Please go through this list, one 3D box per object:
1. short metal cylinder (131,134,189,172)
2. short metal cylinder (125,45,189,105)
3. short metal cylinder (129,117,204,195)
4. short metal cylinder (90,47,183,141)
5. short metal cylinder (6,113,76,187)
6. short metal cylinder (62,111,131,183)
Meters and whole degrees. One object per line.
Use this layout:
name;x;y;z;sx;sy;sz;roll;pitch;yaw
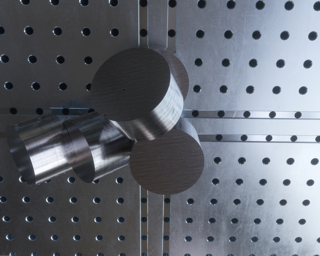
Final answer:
short metal cylinder;-0.002;0.017;0.405;0.081;0.050;0.079;0;110;0
short metal cylinder;-0.007;-0.058;0.378;0.081;0.050;0.079;0;110;0
short metal cylinder;0.007;0.029;0.355;0.081;0.050;0.079;0;110;0
short metal cylinder;-0.021;-0.033;0.311;0.080;0.080;0.050;-23;152;8
short metal cylinder;-0.149;0.026;0.385;0.050;0.080;0.079;-24;115;-37
short metal cylinder;-0.080;0.021;0.383;0.050;0.080;0.079;-23;115;-36
